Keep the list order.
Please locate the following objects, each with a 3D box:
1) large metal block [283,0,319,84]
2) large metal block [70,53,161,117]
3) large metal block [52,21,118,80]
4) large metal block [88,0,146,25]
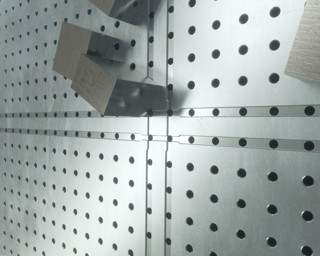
[{"bbox_3d":[0.163,-0.073,0.259,0.080,0.050,0.080,23,104,38],"label":"large metal block"},{"bbox_3d":[-0.061,-0.057,0.425,0.080,0.081,0.050,38,113,33],"label":"large metal block"},{"bbox_3d":[-0.121,-0.117,0.494,0.080,0.050,0.080,28,108,36],"label":"large metal block"},{"bbox_3d":[-0.060,-0.207,0.444,0.080,0.050,0.080,44,117,31],"label":"large metal block"}]
